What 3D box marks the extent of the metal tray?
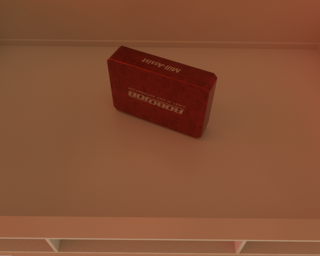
[{"bbox_3d":[0.001,-0.045,0.396,0.130,0.089,0.030,20,53,15],"label":"metal tray"}]
